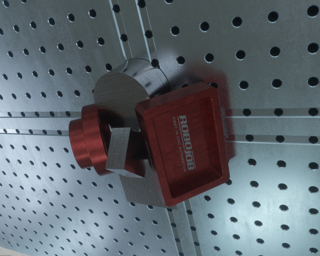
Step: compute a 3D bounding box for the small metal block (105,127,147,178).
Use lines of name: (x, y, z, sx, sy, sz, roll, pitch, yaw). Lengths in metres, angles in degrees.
small metal block: (-0.038, 0.031, 0.380, 0.025, 0.050, 0.050, -2, 160, 26)

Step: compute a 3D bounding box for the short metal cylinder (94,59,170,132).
short metal cylinder: (-0.034, -0.040, 0.387, 0.080, 0.050, 0.079, 13, 124, 21)

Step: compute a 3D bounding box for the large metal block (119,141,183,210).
large metal block: (-0.009, 0.063, 0.438, 0.080, 0.050, 0.080, 2, 120, 27)

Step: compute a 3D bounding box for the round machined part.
round machined part: (-0.091, 0.018, 0.418, 0.042, 0.098, 0.097, -14, 116, -2)

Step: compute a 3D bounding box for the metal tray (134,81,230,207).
metal tray: (0.030, 0.020, 0.368, 0.030, 0.091, 0.129, -137, 31, -60)
